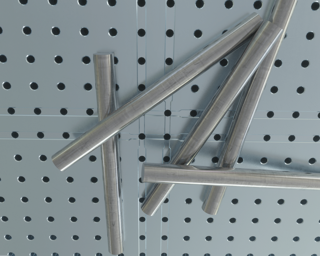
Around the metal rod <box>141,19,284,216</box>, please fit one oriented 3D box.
[{"bbox_3d":[0.056,0.002,0.403,0.025,0.025,0.298,28,112,-10],"label":"metal rod"}]

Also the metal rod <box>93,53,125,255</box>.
[{"bbox_3d":[-0.068,0.049,0.430,0.025,0.025,0.298,0,110,0],"label":"metal rod"}]

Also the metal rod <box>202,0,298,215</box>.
[{"bbox_3d":[0.111,-0.015,0.409,0.025,0.025,0.298,13,109,-5],"label":"metal rod"}]

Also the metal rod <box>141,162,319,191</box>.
[{"bbox_3d":[0.126,0.068,0.417,0.302,0.025,0.025,5,110,-12],"label":"metal rod"}]

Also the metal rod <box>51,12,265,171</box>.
[{"bbox_3d":[-0.005,-0.041,0.379,0.300,0.025,0.025,-35,107,4],"label":"metal rod"}]
